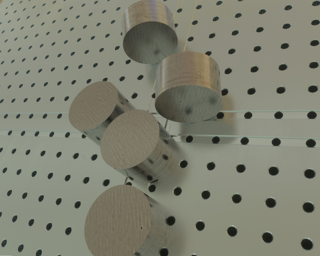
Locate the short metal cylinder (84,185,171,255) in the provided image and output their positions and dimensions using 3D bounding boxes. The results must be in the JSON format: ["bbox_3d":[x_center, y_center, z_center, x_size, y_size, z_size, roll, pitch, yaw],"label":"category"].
[{"bbox_3d":[-0.035,0.109,0.342,0.080,0.050,0.080,-13,56,20],"label":"short metal cylinder"}]

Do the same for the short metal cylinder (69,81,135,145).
[{"bbox_3d":[-0.082,-0.021,0.446,0.080,0.050,0.080,-13,56,20],"label":"short metal cylinder"}]

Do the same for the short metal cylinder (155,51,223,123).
[{"bbox_3d":[0.035,-0.048,0.383,0.080,0.080,0.050,-12,57,21],"label":"short metal cylinder"}]

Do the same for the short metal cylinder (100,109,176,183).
[{"bbox_3d":[-0.027,0.024,0.391,0.080,0.050,0.080,-13,56,20],"label":"short metal cylinder"}]

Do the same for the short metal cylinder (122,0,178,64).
[{"bbox_3d":[-0.017,-0.143,0.468,0.080,0.080,0.050,-19,55,17],"label":"short metal cylinder"}]
